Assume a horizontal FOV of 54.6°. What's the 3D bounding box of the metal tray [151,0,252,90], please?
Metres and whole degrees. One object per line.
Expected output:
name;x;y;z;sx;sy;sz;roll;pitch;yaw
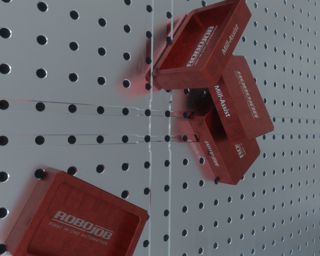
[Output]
metal tray;0.055;-0.110;0.409;0.030;0.090;0.130;46;63;-35

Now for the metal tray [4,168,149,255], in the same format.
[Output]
metal tray;-0.082;0.110;0.336;0.130;0.030;0.090;36;68;-34

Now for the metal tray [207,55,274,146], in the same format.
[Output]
metal tray;0.119;-0.045;0.471;0.091;0.030;0.130;-13;80;-46

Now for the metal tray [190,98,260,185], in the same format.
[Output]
metal tray;0.108;0.014;0.495;0.090;0.030;0.130;-42;115;-32
